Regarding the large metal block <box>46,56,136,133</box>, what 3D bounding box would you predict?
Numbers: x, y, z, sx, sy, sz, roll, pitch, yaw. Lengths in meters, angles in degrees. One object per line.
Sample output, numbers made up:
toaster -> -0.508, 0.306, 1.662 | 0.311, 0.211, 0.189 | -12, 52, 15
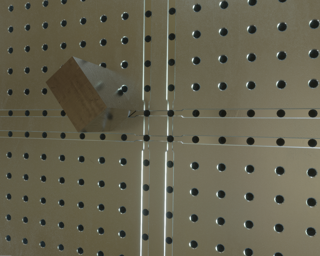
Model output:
large metal block -> -0.090, -0.041, 0.416 | 0.050, 0.080, 0.080 | -39, 78, 16
